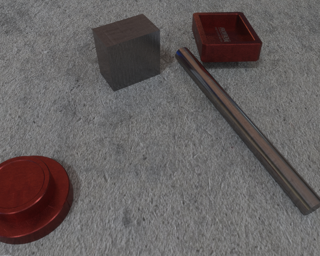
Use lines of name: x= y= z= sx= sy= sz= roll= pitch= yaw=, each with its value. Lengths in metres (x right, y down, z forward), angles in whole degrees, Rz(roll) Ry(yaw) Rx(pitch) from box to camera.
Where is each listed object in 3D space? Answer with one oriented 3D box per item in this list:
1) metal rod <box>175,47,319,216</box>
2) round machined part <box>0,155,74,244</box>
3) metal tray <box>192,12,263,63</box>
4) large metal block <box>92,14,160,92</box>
metal rod: x=0.100 y=-0.017 z=0.418 sx=0.025 sy=0.025 sz=0.300 roll=-20 pitch=53 yaw=-16
round machined part: x=-0.147 y=0.069 z=0.333 sx=0.099 sy=0.042 sz=0.098 roll=0 pitch=50 yaw=0
metal tray: x=0.106 y=-0.155 z=0.517 sx=0.091 sy=0.030 sz=0.130 roll=-2 pitch=41 yaw=-2
large metal block: x=-0.047 y=-0.112 z=0.461 sx=0.081 sy=0.080 sz=0.050 roll=-24 pitch=54 yaw=-19
